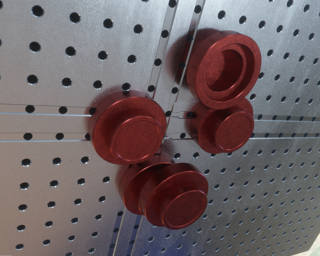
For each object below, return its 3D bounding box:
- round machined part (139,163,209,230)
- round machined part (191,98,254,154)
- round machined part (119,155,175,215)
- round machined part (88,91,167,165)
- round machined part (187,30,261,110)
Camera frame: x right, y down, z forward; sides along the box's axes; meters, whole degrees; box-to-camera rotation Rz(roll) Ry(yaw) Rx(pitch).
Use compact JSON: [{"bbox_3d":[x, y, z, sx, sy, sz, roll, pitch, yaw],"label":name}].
[{"bbox_3d":[0.025,0.099,0.423,0.099,0.042,0.097,-14,125,-21],"label":"round machined part"},{"bbox_3d":[0.098,-0.002,0.455,0.099,0.042,0.097,-14,124,-21],"label":"round machined part"},{"bbox_3d":[-0.006,0.092,0.455,0.099,0.042,0.097,-14,125,-21],"label":"round machined part"},{"bbox_3d":[-0.035,0.006,0.386,0.099,0.042,0.097,-14,125,-21],"label":"round machined part"},{"bbox_3d":[0.077,-0.076,0.397,0.099,0.042,0.097,-14,124,-21],"label":"round machined part"}]
